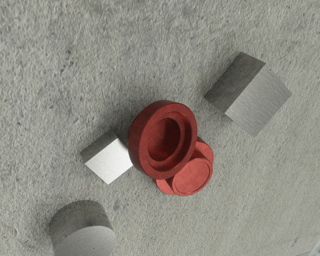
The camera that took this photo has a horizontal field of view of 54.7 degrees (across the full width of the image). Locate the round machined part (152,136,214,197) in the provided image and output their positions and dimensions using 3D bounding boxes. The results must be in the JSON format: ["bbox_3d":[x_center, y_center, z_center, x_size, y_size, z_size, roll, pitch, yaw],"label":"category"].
[{"bbox_3d":[0.038,0.062,0.457,0.099,0.042,0.097,-14,125,-21],"label":"round machined part"}]

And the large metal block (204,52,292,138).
[{"bbox_3d":[0.123,-0.045,0.432,0.080,0.050,0.080,32,100,-39],"label":"large metal block"}]

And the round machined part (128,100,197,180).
[{"bbox_3d":[-0.001,0.012,0.391,0.099,0.042,0.097,-16,114,-39],"label":"round machined part"}]

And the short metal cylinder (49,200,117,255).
[{"bbox_3d":[-0.106,0.146,0.424,0.081,0.050,0.079,-14,125,-21],"label":"short metal cylinder"}]

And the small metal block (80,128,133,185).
[{"bbox_3d":[-0.064,0.037,0.396,0.050,0.025,0.050,-38,130,-3],"label":"small metal block"}]
